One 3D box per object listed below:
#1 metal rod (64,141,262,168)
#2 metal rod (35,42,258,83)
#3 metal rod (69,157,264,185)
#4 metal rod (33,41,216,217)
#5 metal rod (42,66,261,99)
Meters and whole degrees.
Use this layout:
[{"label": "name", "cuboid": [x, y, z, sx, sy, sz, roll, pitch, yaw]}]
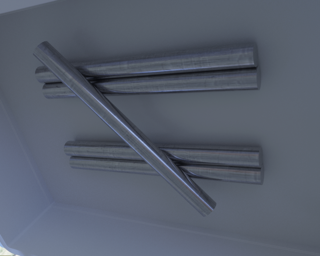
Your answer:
[{"label": "metal rod", "cuboid": [-0.014, 0.034, 0.435, 0.300, 0.025, 0.025, 0, 119, 28]}, {"label": "metal rod", "cuboid": [-0.037, -0.075, 0.379, 0.300, 0.025, 0.025, 1, 119, 27]}, {"label": "metal rod", "cuboid": [-0.009, 0.056, 0.445, 0.300, 0.025, 0.025, 0, 119, 28]}, {"label": "metal rod", "cuboid": [-0.043, 0.003, 0.400, 0.300, 0.025, 0.025, 44, 129, -3]}, {"label": "metal rod", "cuboid": [-0.031, -0.053, 0.390, 0.300, 0.025, 0.025, 1, 119, 27]}]
